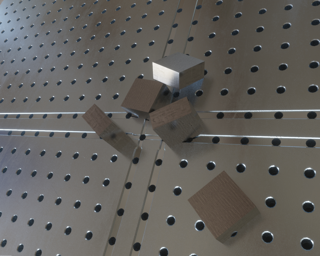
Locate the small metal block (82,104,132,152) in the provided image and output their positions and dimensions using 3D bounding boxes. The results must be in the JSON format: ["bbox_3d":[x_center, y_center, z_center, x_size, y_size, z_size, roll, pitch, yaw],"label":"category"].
[{"bbox_3d":[-0.074,0.000,0.429,0.025,0.050,0.050,-46,51,-4],"label":"small metal block"}]

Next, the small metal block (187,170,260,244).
[{"bbox_3d":[0.066,0.082,0.323,0.050,0.025,0.050,-39,51,1],"label":"small metal block"}]

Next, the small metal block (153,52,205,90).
[{"bbox_3d":[0.026,-0.080,0.428,0.050,0.025,0.050,-30,44,-33],"label":"small metal block"}]

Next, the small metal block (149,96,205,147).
[{"bbox_3d":[0.022,-0.006,0.383,0.050,0.050,0.025,-24,53,13],"label":"small metal block"}]

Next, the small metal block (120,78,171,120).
[{"bbox_3d":[-0.020,-0.041,0.443,0.050,0.025,0.050,14,69,33],"label":"small metal block"}]
